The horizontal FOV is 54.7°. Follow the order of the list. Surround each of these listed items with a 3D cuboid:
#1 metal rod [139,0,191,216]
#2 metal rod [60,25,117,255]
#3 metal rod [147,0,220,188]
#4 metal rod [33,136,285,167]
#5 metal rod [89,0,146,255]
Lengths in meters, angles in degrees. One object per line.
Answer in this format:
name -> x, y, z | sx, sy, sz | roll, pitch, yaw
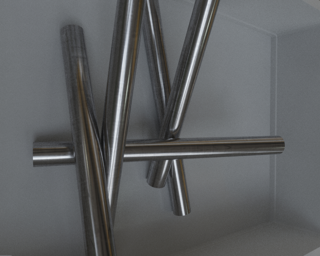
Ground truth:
metal rod -> 0.007, -0.029, 0.412 | 0.025, 0.025, 0.298 | -16, 100, -39
metal rod -> -0.063, 0.035, 0.279 | 0.025, 0.025, 0.299 | 5, 64, -40
metal rod -> 0.031, -0.063, 0.351 | 0.025, 0.025, 0.298 | -4, 118, -40
metal rod -> 0.017, 0.024, 0.359 | 0.303, 0.025, 0.025 | -1, 91, -21
metal rod -> -0.048, 0.027, 0.305 | 0.025, 0.025, 0.298 | -3, 109, -40
